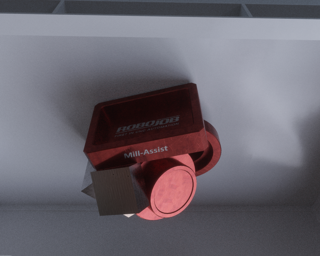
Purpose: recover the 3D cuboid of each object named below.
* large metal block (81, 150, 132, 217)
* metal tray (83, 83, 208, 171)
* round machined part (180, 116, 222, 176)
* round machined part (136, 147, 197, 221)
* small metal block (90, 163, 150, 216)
[{"bbox_3d":[-0.053,0.061,0.423,0.050,0.080,0.080,-36,122,26],"label":"large metal block"},{"bbox_3d":[-0.016,-0.004,0.360,0.131,0.090,0.030,-11,130,9],"label":"metal tray"},{"bbox_3d":[0.030,0.021,0.416,0.099,0.042,0.097,-1,130,0],"label":"round machined part"},{"bbox_3d":[0.006,0.070,0.379,0.099,0.042,0.097,-12,112,-31],"label":"round machined part"},{"bbox_3d":[-0.044,0.067,0.343,0.050,0.025,0.050,-11,92,25],"label":"small metal block"}]
